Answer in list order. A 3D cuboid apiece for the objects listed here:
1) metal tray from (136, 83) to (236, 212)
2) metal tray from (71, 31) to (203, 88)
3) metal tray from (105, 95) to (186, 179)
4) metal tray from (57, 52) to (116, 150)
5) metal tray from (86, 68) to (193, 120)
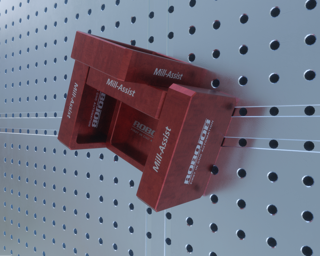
[{"bbox_3d":[0.031,0.021,0.342,0.030,0.091,0.129,27,107,37],"label":"metal tray"},{"bbox_3d":[-0.022,-0.075,0.360,0.090,0.131,0.030,28,108,36],"label":"metal tray"},{"bbox_3d":[-0.013,0.010,0.417,0.130,0.030,0.089,28,107,36],"label":"metal tray"},{"bbox_3d":[-0.085,-0.036,0.438,0.030,0.091,0.129,27,107,36],"label":"metal tray"},{"bbox_3d":[-0.015,-0.046,0.380,0.130,0.091,0.030,28,108,36],"label":"metal tray"}]
